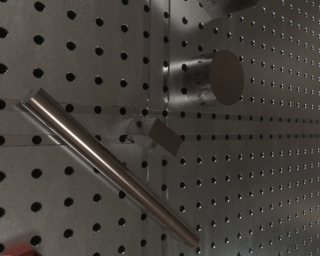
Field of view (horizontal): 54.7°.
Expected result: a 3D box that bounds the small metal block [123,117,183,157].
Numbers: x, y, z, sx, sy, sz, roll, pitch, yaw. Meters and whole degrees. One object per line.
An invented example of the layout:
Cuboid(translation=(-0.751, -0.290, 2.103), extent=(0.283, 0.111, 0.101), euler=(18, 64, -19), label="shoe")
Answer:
Cuboid(translation=(-0.009, 0.011, 0.388), extent=(0.050, 0.050, 0.025), euler=(40, 66, -33), label="small metal block")

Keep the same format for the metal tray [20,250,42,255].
Cuboid(translation=(-0.160, 0.179, 0.272), extent=(0.131, 0.030, 0.089), euler=(-12, 98, -40), label="metal tray")

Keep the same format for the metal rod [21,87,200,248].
Cuboid(translation=(-0.039, 0.066, 0.377), extent=(0.300, 0.025, 0.025), euler=(48, 61, -30), label="metal rod")

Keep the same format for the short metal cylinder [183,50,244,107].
Cuboid(translation=(0.081, -0.072, 0.463), extent=(0.081, 0.050, 0.079), euler=(0, 90, -40), label="short metal cylinder")

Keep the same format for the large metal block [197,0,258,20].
Cuboid(translation=(0.094, -0.216, 0.455), extent=(0.080, 0.080, 0.050), euler=(39, 66, -34), label="large metal block")
